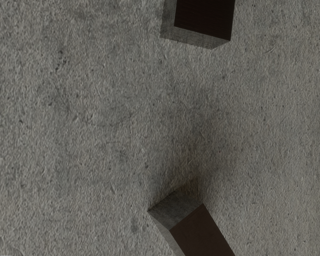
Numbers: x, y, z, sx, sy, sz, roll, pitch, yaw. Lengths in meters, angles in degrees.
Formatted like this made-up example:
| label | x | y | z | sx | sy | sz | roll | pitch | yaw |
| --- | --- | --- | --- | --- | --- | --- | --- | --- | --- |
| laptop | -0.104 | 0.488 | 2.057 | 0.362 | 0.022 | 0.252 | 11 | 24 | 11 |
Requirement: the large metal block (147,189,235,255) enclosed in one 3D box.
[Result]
| label | x | y | z | sx | sy | sz | roll | pitch | yaw |
| --- | --- | --- | --- | --- | --- | --- | --- | --- | --- |
| large metal block | 0.036 | 0.133 | 0.393 | 0.050 | 0.080 | 0.080 | -34 | 101 | -17 |

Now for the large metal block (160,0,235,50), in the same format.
| label | x | y | z | sx | sy | sz | roll | pitch | yaw |
| --- | --- | --- | --- | --- | --- | --- | --- | --- | --- |
| large metal block | 0.051 | -0.158 | 0.414 | 0.081 | 0.050 | 0.080 | 8 | 87 | -20 |
